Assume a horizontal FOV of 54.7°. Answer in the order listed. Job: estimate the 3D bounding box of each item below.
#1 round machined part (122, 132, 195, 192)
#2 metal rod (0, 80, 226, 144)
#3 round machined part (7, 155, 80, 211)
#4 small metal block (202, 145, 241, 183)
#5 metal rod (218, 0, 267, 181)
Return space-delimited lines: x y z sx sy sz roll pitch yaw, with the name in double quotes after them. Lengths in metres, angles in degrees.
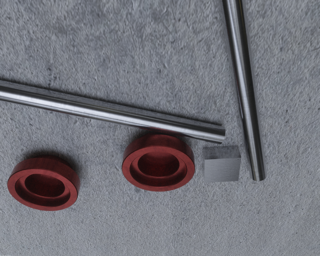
-0.002 0.043 0.431 0.099 0.042 0.097 0 133 1 "round machined part"
-0.063 -0.019 0.390 0.302 0.025 0.025 11 129 -10 "metal rod"
-0.168 0.077 0.460 0.099 0.042 0.097 0 130 0 "round machined part"
0.089 0.053 0.454 0.050 0.025 0.050 -3 130 2 "small metal block"
0.105 -0.038 0.375 0.025 0.025 0.299 -13 129 11 "metal rod"
